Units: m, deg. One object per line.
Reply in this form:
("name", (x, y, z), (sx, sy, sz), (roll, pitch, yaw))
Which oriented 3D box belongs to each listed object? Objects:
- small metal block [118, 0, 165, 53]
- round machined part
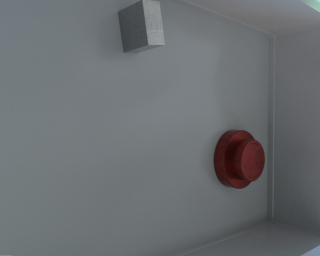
("small metal block", (-0.023, -0.120, 0.372), (0.025, 0.050, 0.050), (-13, 99, -40))
("round machined part", (0.137, 0.052, 0.514), (0.099, 0.042, 0.097), (0, 90, -40))
